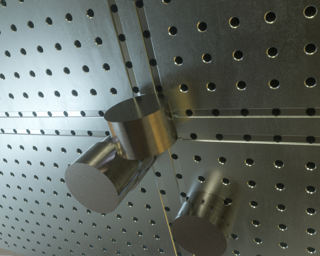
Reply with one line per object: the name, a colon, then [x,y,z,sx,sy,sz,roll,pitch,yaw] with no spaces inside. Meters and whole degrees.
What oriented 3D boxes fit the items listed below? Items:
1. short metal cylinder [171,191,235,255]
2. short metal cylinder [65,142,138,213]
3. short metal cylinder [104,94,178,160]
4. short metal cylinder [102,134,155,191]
short metal cylinder: [0.063,0.139,0.447,0.080,0.050,0.079,13,124,20]
short metal cylinder: [-0.077,0.065,0.409,0.080,0.050,0.079,13,124,20]
short metal cylinder: [-0.023,-0.004,0.384,0.080,0.080,0.050,-2,118,28]
short metal cylinder: [-0.055,0.047,0.451,0.080,0.050,0.079,13,124,20]
